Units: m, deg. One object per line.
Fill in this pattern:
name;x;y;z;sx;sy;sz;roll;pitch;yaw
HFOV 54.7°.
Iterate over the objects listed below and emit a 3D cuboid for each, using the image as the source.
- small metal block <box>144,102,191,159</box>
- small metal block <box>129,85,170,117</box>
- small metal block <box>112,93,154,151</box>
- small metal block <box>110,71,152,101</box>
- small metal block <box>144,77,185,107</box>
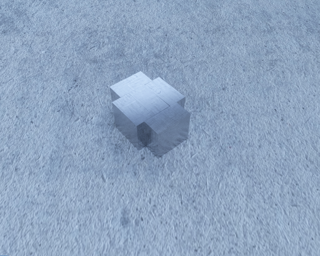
small metal block;0.009;0.004;0.385;0.050;0.050;0.025;-32;57;-24
small metal block;-0.014;-0.019;0.404;0.025;0.050;0.050;-33;58;-24
small metal block;-0.033;-0.007;0.393;0.025;0.050;0.050;-33;58;-24
small metal block;-0.038;-0.042;0.422;0.050;0.050;0.025;-32;57;-24
small metal block;0.006;-0.032;0.414;0.025;0.050;0.050;-34;58;-25
